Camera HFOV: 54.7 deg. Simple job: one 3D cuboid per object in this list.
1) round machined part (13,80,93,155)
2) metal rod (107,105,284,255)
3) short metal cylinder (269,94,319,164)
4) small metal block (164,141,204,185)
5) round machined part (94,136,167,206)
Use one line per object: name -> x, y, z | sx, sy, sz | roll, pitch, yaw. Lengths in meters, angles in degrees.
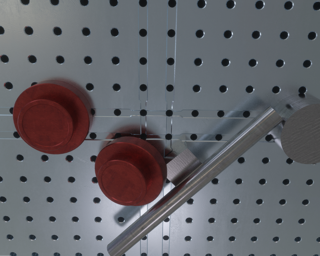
round machined part -> -0.141, -0.009, 0.399 | 0.099, 0.042, 0.097 | 0, 110, 0
metal rod -> 0.037, 0.081, 0.417 | 0.025, 0.025, 0.299 | 43, 105, -14
short metal cylinder -> 0.188, 0.000, 0.402 | 0.081, 0.050, 0.079 | 0, 110, 0
small metal block -> 0.034, 0.055, 0.434 | 0.050, 0.025, 0.050 | -40, 106, 13
round machined part -> -0.043, 0.064, 0.414 | 0.098, 0.042, 0.097 | 6, 113, 15
